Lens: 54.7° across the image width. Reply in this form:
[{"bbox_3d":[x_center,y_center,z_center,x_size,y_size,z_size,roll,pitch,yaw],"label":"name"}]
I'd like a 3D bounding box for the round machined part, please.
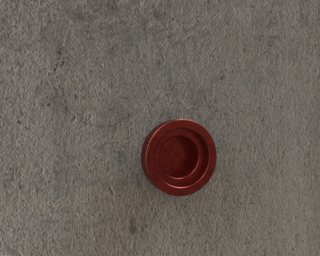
[{"bbox_3d":[0.021,0.037,0.410,0.099,0.042,0.097,0,90,-21],"label":"round machined part"}]
